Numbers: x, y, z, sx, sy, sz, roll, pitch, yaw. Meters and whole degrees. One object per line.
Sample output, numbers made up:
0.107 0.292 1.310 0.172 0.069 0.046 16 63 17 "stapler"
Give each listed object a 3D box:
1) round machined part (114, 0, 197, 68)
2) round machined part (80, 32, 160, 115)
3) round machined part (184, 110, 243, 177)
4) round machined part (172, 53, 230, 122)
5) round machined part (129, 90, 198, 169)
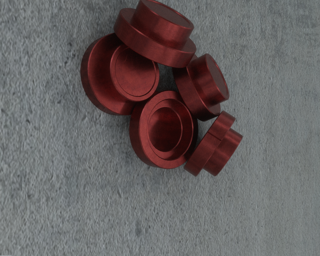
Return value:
0.000 -0.115 0.359 0.099 0.098 0.042 1 131 -40 "round machined part"
-0.040 -0.064 0.365 0.099 0.042 0.097 0 90 -40 "round machined part"
0.078 0.028 0.427 0.042 0.098 0.098 34 62 9 "round machined part"
0.060 -0.061 0.419 0.098 0.042 0.098 44 33 -38 "round machined part"
0.000 0.002 0.397 0.099 0.042 0.097 0 90 -40 "round machined part"
